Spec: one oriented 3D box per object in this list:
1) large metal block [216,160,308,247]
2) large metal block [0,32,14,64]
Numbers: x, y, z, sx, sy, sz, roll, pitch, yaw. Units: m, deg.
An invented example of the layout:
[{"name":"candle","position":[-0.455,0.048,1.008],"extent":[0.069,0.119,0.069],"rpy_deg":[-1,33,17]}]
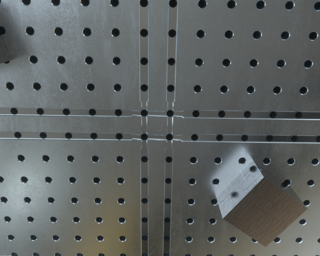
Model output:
[{"name":"large metal block","position":[0.141,0.107,0.440],"extent":[0.080,0.050,0.080],"rpy_deg":[35,106,-12]},{"name":"large metal block","position":[-0.236,-0.103,0.360],"extent":[0.080,0.050,0.080],"rpy_deg":[-16,109,6]}]
